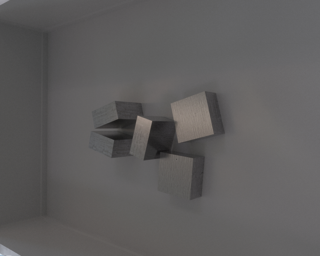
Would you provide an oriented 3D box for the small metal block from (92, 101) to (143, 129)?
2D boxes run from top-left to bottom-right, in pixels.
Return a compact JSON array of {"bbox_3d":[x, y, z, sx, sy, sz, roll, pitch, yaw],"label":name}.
[{"bbox_3d":[-0.059,-0.018,0.440,0.050,0.050,0.025,-19,78,38],"label":"small metal block"}]

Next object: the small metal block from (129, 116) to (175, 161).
[{"bbox_3d":[-0.008,0.012,0.397,0.025,0.050,0.050,21,103,38],"label":"small metal block"}]

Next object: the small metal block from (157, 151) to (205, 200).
[{"bbox_3d":[0.026,0.057,0.386,0.050,0.025,0.050,7,95,39],"label":"small metal block"}]

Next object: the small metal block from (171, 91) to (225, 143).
[{"bbox_3d":[0.044,-0.012,0.370,0.050,0.025,0.050,-17,79,38],"label":"small metal block"}]

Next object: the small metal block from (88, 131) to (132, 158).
[{"bbox_3d":[-0.065,0.022,0.445,0.050,0.050,0.025,17,101,39],"label":"small metal block"}]
